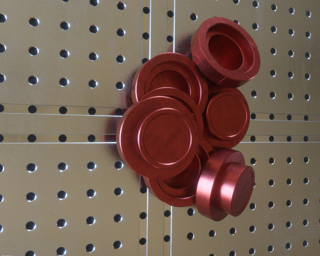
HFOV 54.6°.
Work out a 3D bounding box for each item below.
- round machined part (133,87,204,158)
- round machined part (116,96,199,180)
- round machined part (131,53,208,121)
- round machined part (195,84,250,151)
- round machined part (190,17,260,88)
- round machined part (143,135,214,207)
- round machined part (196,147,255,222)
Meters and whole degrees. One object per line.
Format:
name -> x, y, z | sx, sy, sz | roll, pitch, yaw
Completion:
round machined part -> 0.004, -0.002, 0.404 | 0.099, 0.042, 0.097 | 0, 90, -20
round machined part -> 0.002, 0.012, 0.359 | 0.099, 0.042, 0.097 | 0, 90, -20
round machined part -> 0.010, -0.046, 0.407 | 0.099, 0.042, 0.097 | 0, 90, -20
round machined part -> 0.086, -0.016, 0.434 | 0.099, 0.042, 0.097 | 0, 90, -20
round machined part -> 0.084, -0.097, 0.422 | 0.099, 0.042, 0.098 | 10, 65, -23
round machined part -> 0.023, 0.051, 0.412 | 0.099, 0.042, 0.097 | 0, 90, -20
round machined part -> 0.092, 0.078, 0.411 | 0.099, 0.042, 0.097 | -24, 121, -46
